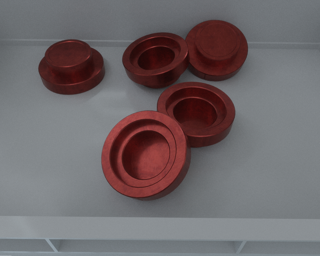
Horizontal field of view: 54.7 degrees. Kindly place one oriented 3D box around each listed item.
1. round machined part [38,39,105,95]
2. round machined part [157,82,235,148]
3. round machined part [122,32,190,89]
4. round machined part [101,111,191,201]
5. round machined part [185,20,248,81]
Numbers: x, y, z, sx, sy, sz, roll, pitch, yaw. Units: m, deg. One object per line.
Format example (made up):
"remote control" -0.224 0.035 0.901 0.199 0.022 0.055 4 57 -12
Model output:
"round machined part" -0.137 -0.100 0.476 0.099 0.042 0.098 0 50 0
"round machined part" 0.044 -0.013 0.404 0.099 0.042 0.098 2 48 -2
"round machined part" -0.004 -0.098 0.468 0.098 0.042 0.098 -7 51 9
"round machined part" -0.012 0.033 0.350 0.098 0.042 0.098 -7 68 17
"round machined part" 0.086 -0.125 0.477 0.099 0.042 0.098 0 75 1
